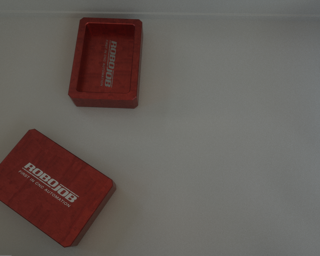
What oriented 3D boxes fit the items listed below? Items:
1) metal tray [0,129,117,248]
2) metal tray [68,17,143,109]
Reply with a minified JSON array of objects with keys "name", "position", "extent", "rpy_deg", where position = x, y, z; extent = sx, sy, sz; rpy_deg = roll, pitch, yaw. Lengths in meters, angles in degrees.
[{"name":"metal tray","position":[-0.132,0.071,0.380],"extent":[0.130,0.030,0.090],"rpy_deg":[31,73,10]},{"name":"metal tray","position":[-0.073,-0.094,0.440],"extent":[0.091,0.030,0.130],"rpy_deg":[2,70,0]}]
